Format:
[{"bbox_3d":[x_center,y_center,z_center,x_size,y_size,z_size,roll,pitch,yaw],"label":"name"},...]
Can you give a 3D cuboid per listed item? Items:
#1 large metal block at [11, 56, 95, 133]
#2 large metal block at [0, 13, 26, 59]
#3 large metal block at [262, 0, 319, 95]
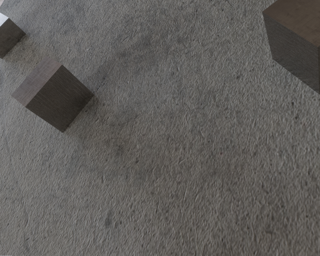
[{"bbox_3d":[-0.166,-0.052,0.488,0.050,0.080,0.080,30,78,37],"label":"large metal block"},{"bbox_3d":[-0.373,-0.217,0.717,0.080,0.050,0.080,33,80,38],"label":"large metal block"},{"bbox_3d":[0.165,-0.097,0.341,0.050,0.080,0.080,-37,51,4],"label":"large metal block"}]
